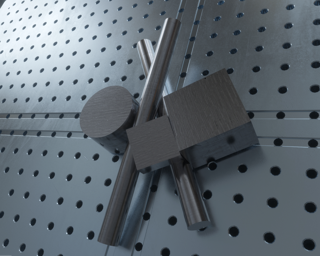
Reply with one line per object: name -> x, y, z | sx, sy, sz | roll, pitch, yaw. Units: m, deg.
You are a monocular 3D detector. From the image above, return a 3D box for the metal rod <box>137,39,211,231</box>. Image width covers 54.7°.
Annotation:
metal rod -> 0.008, -0.015, 0.409 | 0.025, 0.025, 0.299 | -25, 53, 13

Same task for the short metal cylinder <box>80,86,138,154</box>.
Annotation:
short metal cylinder -> -0.062, -0.011, 0.427 | 0.080, 0.050, 0.080 | -13, 57, 20

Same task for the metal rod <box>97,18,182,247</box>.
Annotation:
metal rod -> -0.021, -0.007, 0.393 | 0.025, 0.025, 0.299 | 7, 73, 31

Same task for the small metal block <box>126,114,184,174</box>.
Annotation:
small metal block -> -0.006, 0.019, 0.354 | 0.050, 0.025, 0.050 | -20, 69, 6

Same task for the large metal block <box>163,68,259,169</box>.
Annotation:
large metal block -> 0.058, -0.011, 0.363 | 0.080, 0.050, 0.080 | -24, 53, 13
